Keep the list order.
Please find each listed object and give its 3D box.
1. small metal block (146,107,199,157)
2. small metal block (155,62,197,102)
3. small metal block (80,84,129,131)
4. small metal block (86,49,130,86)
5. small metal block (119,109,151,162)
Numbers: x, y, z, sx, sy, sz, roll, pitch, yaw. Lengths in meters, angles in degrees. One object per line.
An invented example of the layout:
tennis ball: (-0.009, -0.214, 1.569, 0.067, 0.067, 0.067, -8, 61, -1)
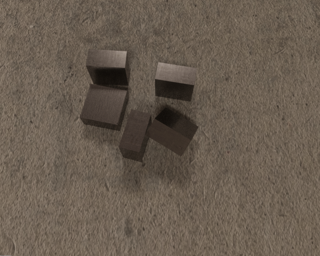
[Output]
small metal block: (0.017, 0.003, 0.389, 0.050, 0.050, 0.025, 31, 115, 4)
small metal block: (0.020, -0.061, 0.417, 0.050, 0.050, 0.025, 9, 71, 3)
small metal block: (-0.074, -0.027, 0.417, 0.050, 0.025, 0.050, 11, 70, 3)
small metal block: (-0.069, -0.082, 0.424, 0.050, 0.050, 0.025, 3, 70, 1)
small metal block: (-0.029, 0.011, 0.391, 0.025, 0.050, 0.050, 14, 71, 5)
